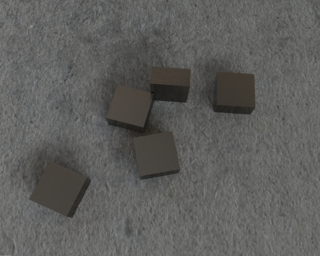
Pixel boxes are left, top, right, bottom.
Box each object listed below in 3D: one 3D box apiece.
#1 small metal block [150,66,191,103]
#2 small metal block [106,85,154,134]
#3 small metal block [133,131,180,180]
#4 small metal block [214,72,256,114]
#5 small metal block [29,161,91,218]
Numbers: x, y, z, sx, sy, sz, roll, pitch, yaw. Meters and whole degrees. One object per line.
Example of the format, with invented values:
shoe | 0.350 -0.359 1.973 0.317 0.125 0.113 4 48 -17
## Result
small metal block | 0.013 -0.057 0.416 0.050 0.050 0.025 4 70 1
small metal block | -0.039 -0.025 0.417 0.050 0.025 0.050 14 71 5
small metal block | -0.005 0.035 0.395 0.050 0.025 0.050 -10 70 -4
small metal block | 0.102 -0.048 0.427 0.050 0.025 0.050 4 70 1
small metal block | -0.121 0.075 0.379 0.050 0.025 0.050 22 71 7
